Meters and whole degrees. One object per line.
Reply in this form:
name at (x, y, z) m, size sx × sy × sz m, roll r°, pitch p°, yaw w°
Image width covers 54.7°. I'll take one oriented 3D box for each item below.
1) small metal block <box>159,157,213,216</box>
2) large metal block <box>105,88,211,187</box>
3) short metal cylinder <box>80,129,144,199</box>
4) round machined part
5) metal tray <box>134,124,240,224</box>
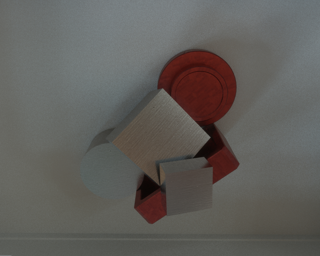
small metal block at (0.028, 0.062, 0.331) m, size 0.050 × 0.025 × 0.050 m, roll -7°, pitch 110°, yaw -12°
large metal block at (-0.003, 0.012, 0.363) m, size 0.080 × 0.050 × 0.080 m, roll 45°, pitch 79°, yaw -15°
short metal cylinder at (-0.060, 0.047, 0.412) m, size 0.081 × 0.050 × 0.079 m, roll 0°, pitch 110°, yaw -1°
round machined part at (0.046, -0.046, 0.384) m, size 0.099 × 0.042 × 0.097 m, roll 0°, pitch 110°, yaw -1°
metal tray at (0.029, 0.054, 0.395) m, size 0.130 × 0.090 × 0.030 m, roll -36°, pitch 106°, yaw 11°
